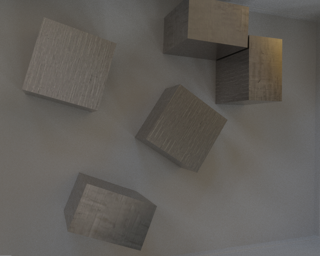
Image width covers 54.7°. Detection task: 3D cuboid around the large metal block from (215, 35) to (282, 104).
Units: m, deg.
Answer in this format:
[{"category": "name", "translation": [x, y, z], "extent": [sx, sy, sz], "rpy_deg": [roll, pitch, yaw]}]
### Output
[{"category": "large metal block", "translation": [0.119, -0.074, 0.425], "extent": [0.050, 0.080, 0.080], "rpy_deg": [0, 90, -20]}]

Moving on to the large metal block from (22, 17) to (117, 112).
[{"category": "large metal block", "translation": [-0.104, -0.068, 0.359], "extent": [0.081, 0.050, 0.080], "rpy_deg": [16, 85, -20]}]

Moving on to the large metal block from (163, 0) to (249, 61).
[{"category": "large metal block", "translation": [0.056, -0.125, 0.402], "extent": [0.081, 0.080, 0.050], "rpy_deg": [3, 89, -20]}]

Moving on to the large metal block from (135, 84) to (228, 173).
[{"category": "large metal block", "translation": [0.027, 0.001, 0.407], "extent": [0.080, 0.050, 0.080], "rpy_deg": [35, 79, -17]}]

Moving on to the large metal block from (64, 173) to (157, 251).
[{"category": "large metal block", "translation": [-0.061, 0.093, 0.359], "extent": [0.080, 0.080, 0.050], "rpy_deg": [23, 83, -19]}]
